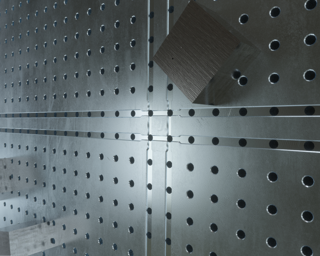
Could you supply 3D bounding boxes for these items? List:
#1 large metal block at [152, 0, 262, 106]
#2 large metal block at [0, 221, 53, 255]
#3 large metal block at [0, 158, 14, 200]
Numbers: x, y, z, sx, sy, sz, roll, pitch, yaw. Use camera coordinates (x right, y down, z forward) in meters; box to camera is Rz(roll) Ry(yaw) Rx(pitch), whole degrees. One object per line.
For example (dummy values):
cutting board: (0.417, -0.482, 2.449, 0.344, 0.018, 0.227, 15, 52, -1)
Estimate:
large metal block: (0.050, -0.083, 0.352, 0.080, 0.050, 0.080, 52, 120, 27)
large metal block: (-0.266, 0.213, 0.595, 0.080, 0.081, 0.050, -14, 81, 39)
large metal block: (-0.388, 0.123, 0.717, 0.080, 0.050, 0.080, -31, 71, 36)
